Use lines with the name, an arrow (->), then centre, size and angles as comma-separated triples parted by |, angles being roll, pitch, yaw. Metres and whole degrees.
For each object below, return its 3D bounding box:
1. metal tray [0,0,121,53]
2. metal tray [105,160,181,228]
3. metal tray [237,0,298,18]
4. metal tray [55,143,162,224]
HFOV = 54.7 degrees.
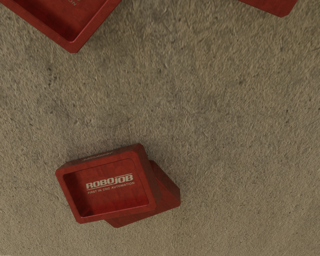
metal tray -> -0.105, -0.142, 0.281 | 0.130, 0.030, 0.090 | 35, 122, -27
metal tray -> -0.044, 0.110, 0.497 | 0.130, 0.030, 0.090 | -25, 126, 19
metal tray -> 0.075, -0.162, 0.266 | 0.131, 0.030, 0.089 | 16, 129, -13
metal tray -> -0.073, 0.081, 0.441 | 0.130, 0.030, 0.090 | -16, 103, 17
